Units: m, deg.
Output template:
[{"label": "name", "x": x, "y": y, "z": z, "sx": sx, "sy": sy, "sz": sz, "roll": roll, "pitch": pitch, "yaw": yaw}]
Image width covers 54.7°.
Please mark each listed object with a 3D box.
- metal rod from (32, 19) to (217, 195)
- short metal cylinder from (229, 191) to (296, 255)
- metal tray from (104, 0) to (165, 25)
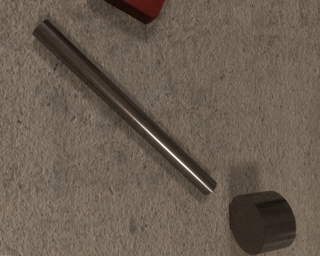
[{"label": "metal rod", "x": -0.034, "y": -0.016, "z": 0.397, "sx": 0.300, "sy": 0.025, "sz": 0.025, "roll": 44, "pitch": 76, "yaw": -15}, {"label": "short metal cylinder", "x": 0.141, "y": 0.131, "z": 0.434, "sx": 0.050, "sy": 0.080, "sz": 0.079, "roll": -3, "pitch": 91, "yaw": -20}, {"label": "metal tray", "x": -0.024, "y": -0.214, "z": 0.398, "sx": 0.090, "sy": 0.030, "sz": 0.130, "roll": 25, "pitch": 82, "yaw": -19}]
